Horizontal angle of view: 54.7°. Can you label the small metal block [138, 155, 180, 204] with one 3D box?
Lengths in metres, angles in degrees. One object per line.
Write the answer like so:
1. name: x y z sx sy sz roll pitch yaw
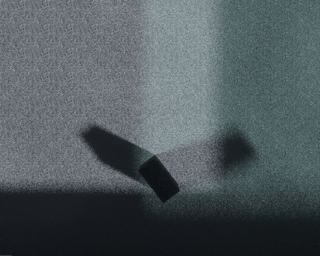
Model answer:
1. small metal block: -0.001 0.064 0.399 0.025 0.050 0.050 -38 90 0
